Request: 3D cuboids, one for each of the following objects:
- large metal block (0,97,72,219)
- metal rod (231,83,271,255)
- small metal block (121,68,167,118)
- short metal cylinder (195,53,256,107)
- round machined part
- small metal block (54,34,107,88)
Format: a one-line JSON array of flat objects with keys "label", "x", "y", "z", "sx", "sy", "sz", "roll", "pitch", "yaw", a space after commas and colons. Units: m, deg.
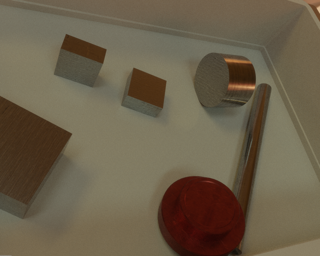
[{"label": "large metal block", "x": -0.144, "y": 0.027, "z": 0.296, "sx": 0.080, "sy": 0.050, "sz": 0.080, "roll": 30, "pitch": 52, "yaw": -10}, {"label": "metal rod", "x": 0.134, "y": 0.037, "z": 0.457, "sx": 0.025, "sy": 0.025, "sz": 0.301, "roll": 32, "pitch": 51, "yaw": -8}, {"label": "small metal block", "x": -0.021, "y": -0.048, "z": 0.425, "sx": 0.050, "sy": 0.025, "sz": 0.050, "roll": 20, "pitch": 54, "yaw": -17}, {"label": "short metal cylinder", "x": 0.097, "y": -0.071, "z": 0.468, "sx": 0.050, "sy": 0.080, "sz": 0.080, "roll": -2, "pitch": 63, "yaw": -29}, {"label": "round machined part", "x": 0.050, "y": 0.095, "z": 0.349, "sx": 0.099, "sy": 0.042, "sz": 0.098, "roll": 8, "pitch": 47, "yaw": -9}, {"label": "small metal block", "x": -0.100, "y": -0.082, "z": 0.387, "sx": 0.050, "sy": 0.050, "sz": 0.025, "roll": 18, "pitch": 55, "yaw": -19}]
